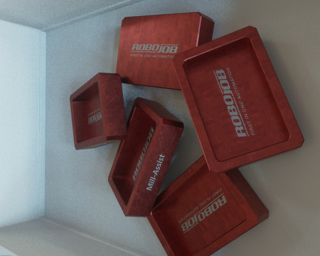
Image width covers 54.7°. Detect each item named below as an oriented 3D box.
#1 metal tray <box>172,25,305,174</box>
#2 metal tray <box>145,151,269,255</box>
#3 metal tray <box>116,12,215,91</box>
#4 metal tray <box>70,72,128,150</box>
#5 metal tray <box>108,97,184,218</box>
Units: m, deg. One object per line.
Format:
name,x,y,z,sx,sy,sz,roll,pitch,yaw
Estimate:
metal tray,0.075,-0.027,0.315,0.090,0.030,0.129,-20,76,10
metal tray,0.047,0.099,0.362,0.129,0.030,0.090,-47,62,29
metal tray,0.001,-0.097,0.401,0.130,0.030,0.089,13,98,39
metal tray,-0.094,-0.019,0.454,0.130,0.030,0.089,-17,79,56
metal tray,-0.023,0.035,0.396,0.090,0.030,0.129,43,116,57
